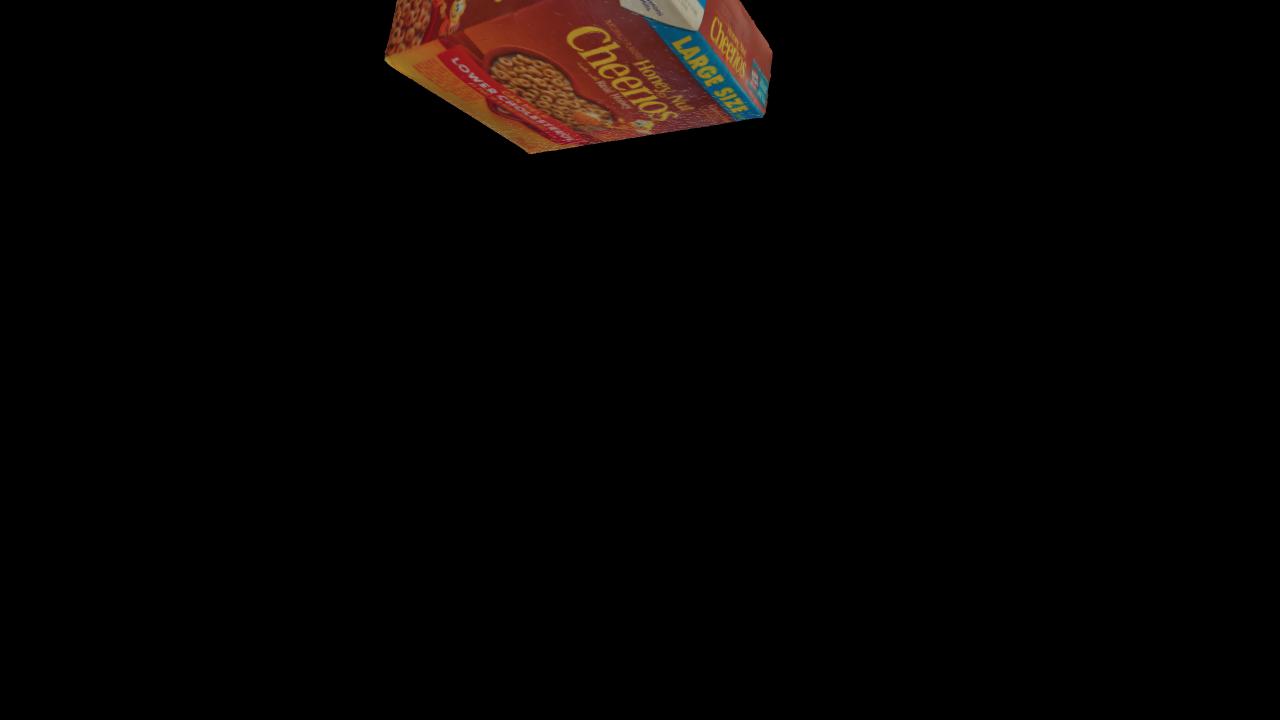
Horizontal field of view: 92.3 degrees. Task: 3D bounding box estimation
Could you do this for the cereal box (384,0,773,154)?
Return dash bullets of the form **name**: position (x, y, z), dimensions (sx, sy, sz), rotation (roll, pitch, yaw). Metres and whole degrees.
- **cereal box**: position (-0.057, -0.283, 0.571), dimensions (0.306, 0.081, 0.203), rotation (6, -6, 35)
